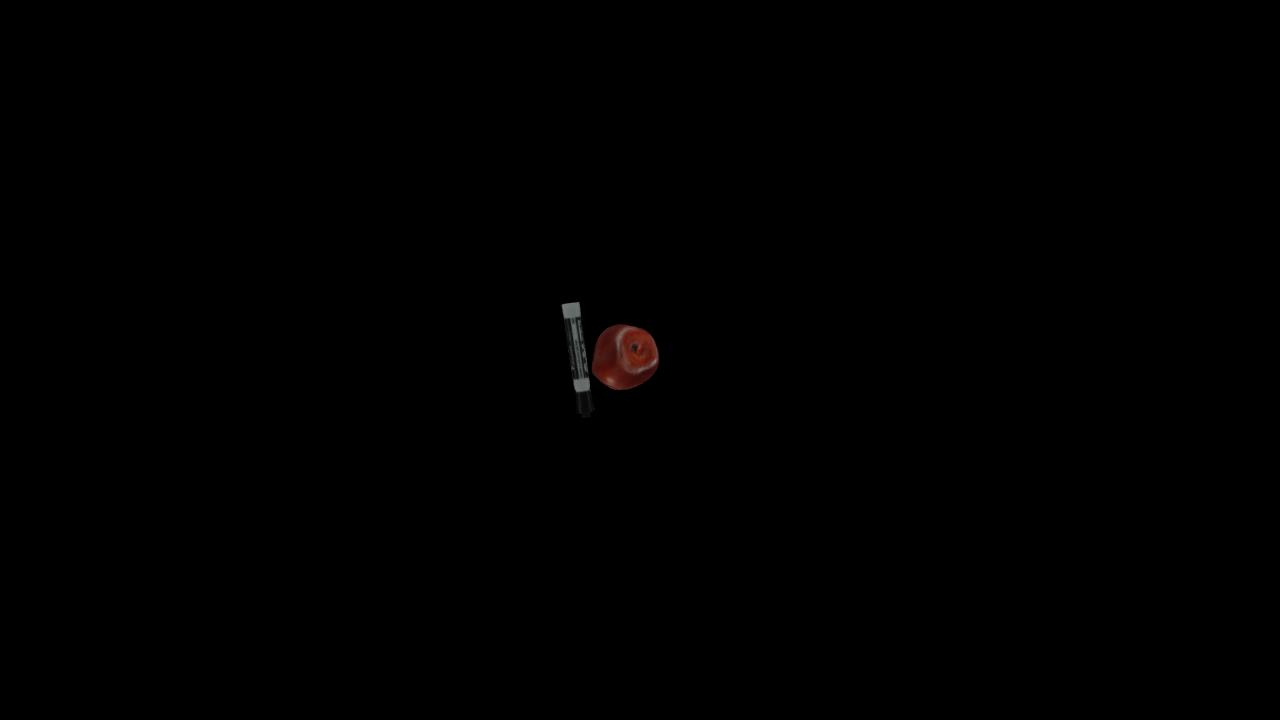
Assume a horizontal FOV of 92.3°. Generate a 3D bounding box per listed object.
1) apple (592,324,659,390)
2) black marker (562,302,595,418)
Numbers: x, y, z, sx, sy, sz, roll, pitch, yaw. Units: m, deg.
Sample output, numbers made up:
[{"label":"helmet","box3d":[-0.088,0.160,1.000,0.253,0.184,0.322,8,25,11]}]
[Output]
[{"label":"apple","box3d":[-0.021,-0.003,0.738,0.079,0.079,0.093,0,-18,-25]},{"label":"black marker","box3d":[-0.064,0.001,0.642,0.020,0.121,0.020,-8,6,1]}]
